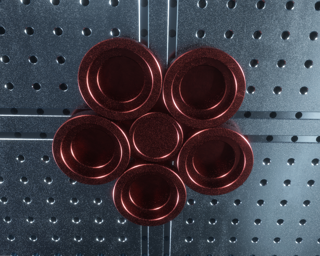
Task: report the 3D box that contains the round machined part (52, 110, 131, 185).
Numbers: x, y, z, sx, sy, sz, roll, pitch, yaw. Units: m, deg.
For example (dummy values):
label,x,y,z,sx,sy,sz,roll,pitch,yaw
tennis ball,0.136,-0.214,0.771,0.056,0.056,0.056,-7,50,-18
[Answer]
label,x,y,z,sx,sy,sz,roll,pitch,yaw
round machined part,-0.087,0.023,0.411,0.099,0.042,0.097,0,110,0

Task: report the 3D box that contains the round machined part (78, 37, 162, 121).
label,x,y,z,sx,sy,sz,roll,pitch,yaw
round machined part,-0.047,-0.062,0.381,0.099,0.042,0.097,0,110,0

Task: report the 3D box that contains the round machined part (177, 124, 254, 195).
label,x,y,z,sx,sy,sz,roll,pitch,yaw
round machined part,0.071,0.038,0.419,0.099,0.042,0.097,0,110,0

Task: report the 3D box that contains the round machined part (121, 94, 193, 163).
label,x,y,z,sx,sy,sz,roll,pitch,yaw
round machined part,-0.005,0.006,0.406,0.099,0.042,0.097,0,110,0

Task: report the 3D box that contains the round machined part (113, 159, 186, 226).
label,x,y,z,sx,sy,sz,roll,pitch,yaw
round machined part,-0.014,0.085,0.435,0.099,0.042,0.097,0,110,0

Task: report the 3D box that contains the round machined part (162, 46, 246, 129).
label,x,y,z,sx,sy,sz,roll,pitch,yaw
round machined part,0.052,-0.052,0.385,0.099,0.042,0.097,0,110,0
